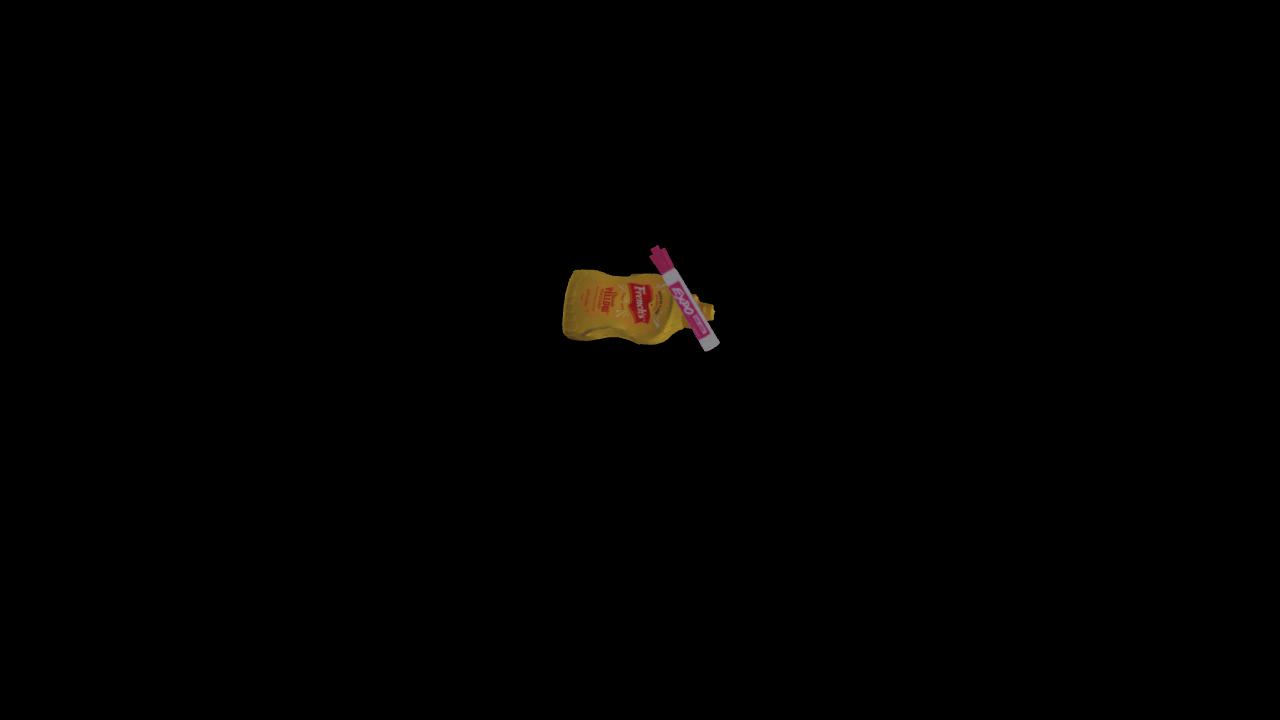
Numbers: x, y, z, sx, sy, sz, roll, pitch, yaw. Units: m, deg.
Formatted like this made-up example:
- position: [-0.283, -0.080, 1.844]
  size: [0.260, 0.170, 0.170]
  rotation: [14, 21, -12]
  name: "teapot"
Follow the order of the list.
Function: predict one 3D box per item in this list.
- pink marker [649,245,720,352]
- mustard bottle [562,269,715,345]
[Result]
- position: [0.046, -0.065, 0.638]
  size: [0.020, 0.121, 0.020]
  rotation: [-30, 8, 5]
  name: "pink marker"
- position: [0.001, -0.064, 0.757]
  size: [0.184, 0.092, 0.054]
  rotation: [5, -22, 13]
  name: "mustard bottle"
